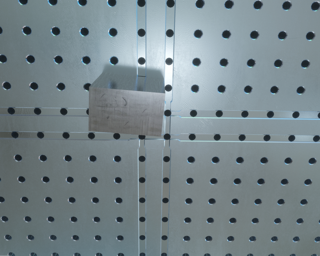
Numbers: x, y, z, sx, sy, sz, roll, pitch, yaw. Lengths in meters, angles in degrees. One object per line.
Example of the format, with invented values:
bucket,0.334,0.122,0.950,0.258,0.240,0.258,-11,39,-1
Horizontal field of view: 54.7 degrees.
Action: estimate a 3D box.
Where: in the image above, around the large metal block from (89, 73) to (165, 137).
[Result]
large metal block,-0.037,-0.031,0.372,0.081,0.080,0.050,5,110,-2
